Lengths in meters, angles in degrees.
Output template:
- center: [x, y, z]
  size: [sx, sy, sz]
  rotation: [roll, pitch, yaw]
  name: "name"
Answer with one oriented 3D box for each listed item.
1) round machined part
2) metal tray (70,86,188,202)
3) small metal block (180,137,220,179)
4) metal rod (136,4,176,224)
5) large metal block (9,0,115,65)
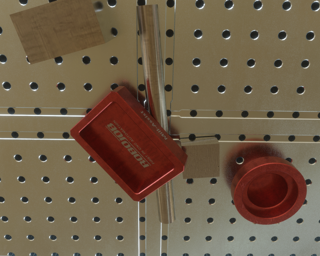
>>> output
- center: [0.149, 0.083, 0.437]
  size: [0.099, 0.042, 0.097]
  rotation: [0, 110, -1]
  name: "round machined part"
- center: [-0.039, 0.023, 0.399]
  size: [0.090, 0.030, 0.130]
  rotation: [-39, 98, 24]
  name: "metal tray"
- center: [0.055, 0.041, 0.429]
  size: [0.050, 0.025, 0.050]
  rotation: [-4, 110, 1]
  name: "small metal block"
- center: [-0.002, -0.004, 0.412]
  size: [0.025, 0.025, 0.298]
  rotation: [-5, 110, 1]
  name: "metal rod"
- center: [-0.100, -0.111, 0.342]
  size: [0.080, 0.080, 0.050]
  rotation: [-15, 110, 5]
  name: "large metal block"
